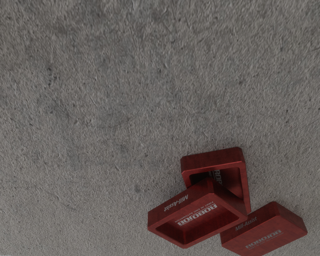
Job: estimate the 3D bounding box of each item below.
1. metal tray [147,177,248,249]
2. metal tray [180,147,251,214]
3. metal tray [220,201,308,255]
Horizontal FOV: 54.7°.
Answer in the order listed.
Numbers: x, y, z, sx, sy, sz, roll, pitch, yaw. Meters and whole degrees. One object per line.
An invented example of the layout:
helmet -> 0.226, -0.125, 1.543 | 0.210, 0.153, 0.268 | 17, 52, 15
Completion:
metal tray -> 0.056, 0.136, 0.479 | 0.130, 0.030, 0.090 | -37, 121, 27
metal tray -> 0.089, 0.091, 0.482 | 0.090, 0.030, 0.129 | -11, 130, 9
metal tray -> 0.187, 0.193, 0.570 | 0.090, 0.030, 0.129 | 33, 123, -25
